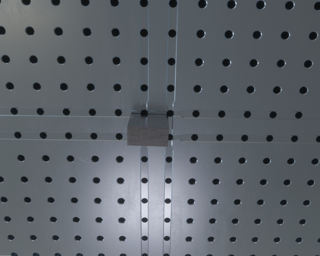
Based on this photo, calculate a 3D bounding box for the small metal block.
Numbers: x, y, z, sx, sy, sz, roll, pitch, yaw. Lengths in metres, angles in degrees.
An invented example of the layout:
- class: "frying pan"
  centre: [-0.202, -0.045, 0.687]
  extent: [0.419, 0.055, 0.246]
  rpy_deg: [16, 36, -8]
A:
- class: "small metal block"
  centre: [-0.015, 0.002, 0.401]
  extent: [0.050, 0.050, 0.025]
  rpy_deg: [2, 110, -1]
